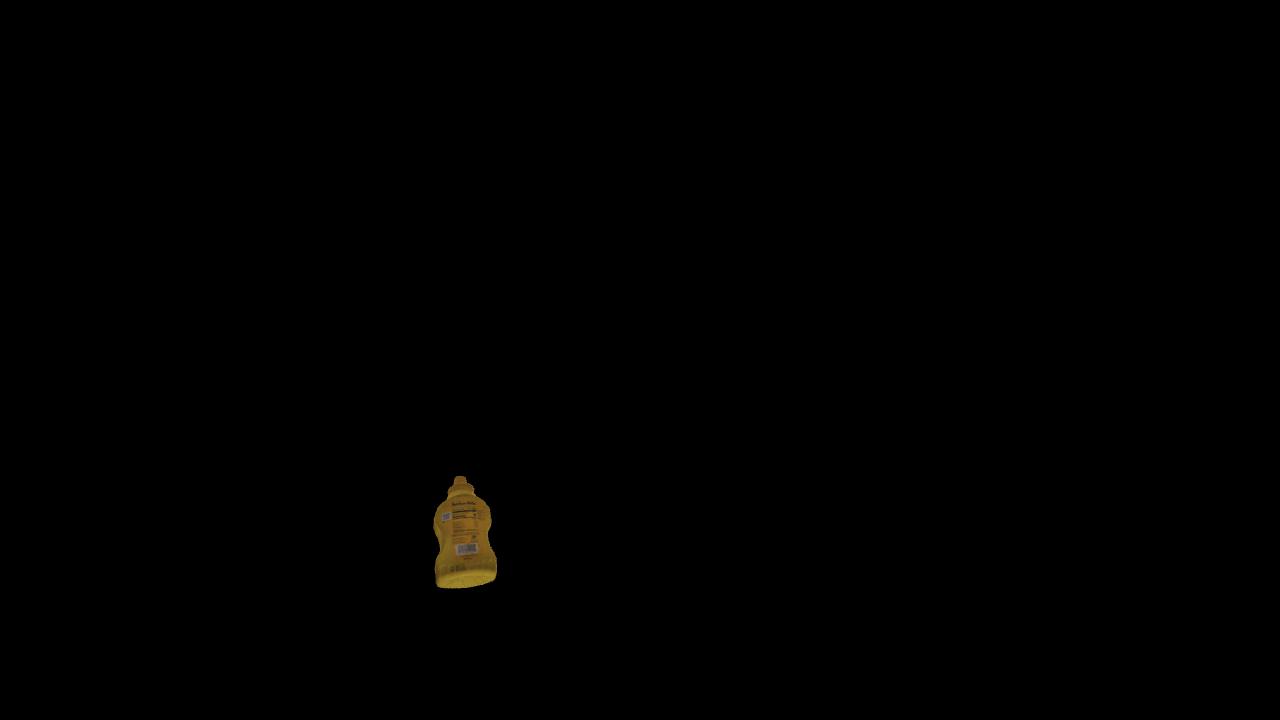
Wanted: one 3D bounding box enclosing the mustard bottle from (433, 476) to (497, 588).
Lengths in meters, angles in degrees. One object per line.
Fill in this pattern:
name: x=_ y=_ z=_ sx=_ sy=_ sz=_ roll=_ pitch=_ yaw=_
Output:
mustard bottle: x=-0.282 y=0.265 z=0.981 sx=0.092 sy=0.184 sz=0.054 roll=-3 pitch=-42 yaw=-18
